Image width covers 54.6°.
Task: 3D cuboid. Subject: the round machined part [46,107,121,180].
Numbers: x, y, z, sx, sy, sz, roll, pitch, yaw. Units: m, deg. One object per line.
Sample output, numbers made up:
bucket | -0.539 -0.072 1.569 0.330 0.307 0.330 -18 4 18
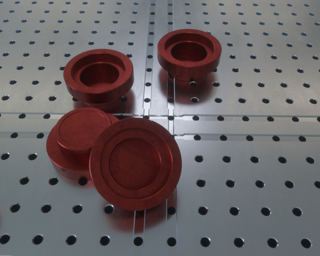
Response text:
round machined part | -0.092 0.012 0.386 0.099 0.042 0.098 0 50 0

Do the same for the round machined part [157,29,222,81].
round machined part | 0.045 -0.111 0.491 0.099 0.042 0.098 0 50 0

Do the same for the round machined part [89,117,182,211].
round machined part | -0.029 0.040 0.344 0.099 0.042 0.098 3 79 -14

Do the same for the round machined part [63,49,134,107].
round machined part | -0.087 -0.070 0.455 0.099 0.042 0.098 0 50 0
